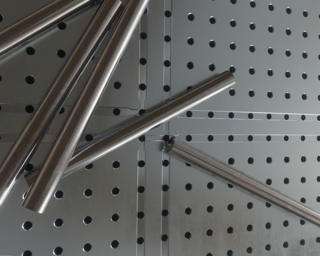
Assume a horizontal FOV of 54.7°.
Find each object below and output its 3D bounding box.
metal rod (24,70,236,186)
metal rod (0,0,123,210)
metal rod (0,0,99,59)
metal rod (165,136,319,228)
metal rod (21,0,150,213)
[{"bbox_3d":[-0.024,-0.004,0.404,0.302,0.025,0.025,-29,100,-18],"label":"metal rod"},{"bbox_3d":[-0.127,-0.030,0.365,0.025,0.025,0.299,31,80,-18],"label":"metal rod"},{"bbox_3d":[-0.113,-0.145,0.370,0.301,0.025,0.025,-38,103,-16],"label":"metal rod"},{"bbox_3d":[0.141,0.088,0.466,0.301,0.025,0.025,27,81,-18],"label":"metal rod"},{"bbox_3d":[-0.079,-0.047,0.368,0.025,0.025,0.299,28,75,-18],"label":"metal rod"}]
